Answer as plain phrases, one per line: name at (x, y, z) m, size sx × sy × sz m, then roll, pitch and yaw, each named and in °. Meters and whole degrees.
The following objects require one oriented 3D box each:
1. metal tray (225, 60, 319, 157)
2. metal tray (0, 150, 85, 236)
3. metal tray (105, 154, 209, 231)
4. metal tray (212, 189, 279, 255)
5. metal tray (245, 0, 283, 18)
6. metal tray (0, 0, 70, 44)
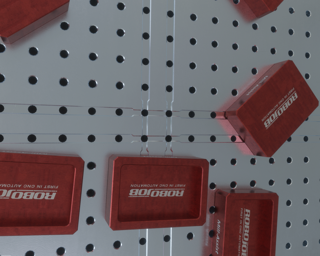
metal tray at (0.173, -0.030, 0.473) m, size 0.130 × 0.030 × 0.090 m, roll -42°, pitch 104°, yaw -15°
metal tray at (-0.158, 0.073, 0.351) m, size 0.131 × 0.030 × 0.090 m, roll 6°, pitch 88°, yaw -20°
metal tray at (-0.002, 0.083, 0.409) m, size 0.131 × 0.030 × 0.090 m, roll 4°, pitch 89°, yaw -20°
metal tray at (0.125, 0.157, 0.455) m, size 0.091 × 0.030 × 0.129 m, roll 4°, pitch 89°, yaw -20°
metal tray at (0.145, -0.245, 0.462) m, size 0.130 × 0.030 × 0.090 m, roll 46°, pitch 76°, yaw -14°
metal tray at (-0.176, -0.173, 0.345) m, size 0.090 × 0.030 × 0.130 m, roll -39°, pitch 103°, yaw -16°
